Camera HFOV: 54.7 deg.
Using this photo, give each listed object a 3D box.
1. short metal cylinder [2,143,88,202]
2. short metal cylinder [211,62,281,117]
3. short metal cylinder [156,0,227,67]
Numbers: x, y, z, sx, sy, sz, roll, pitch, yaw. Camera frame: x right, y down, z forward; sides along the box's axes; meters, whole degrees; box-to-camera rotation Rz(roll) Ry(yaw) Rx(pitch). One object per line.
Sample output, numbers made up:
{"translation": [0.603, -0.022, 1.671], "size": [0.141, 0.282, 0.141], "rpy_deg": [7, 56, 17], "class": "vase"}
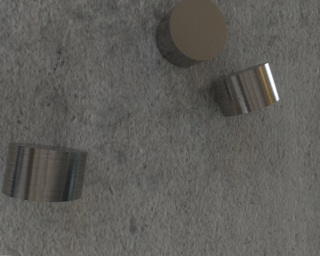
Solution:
{"translation": [-0.123, 0.046, 0.335], "size": [0.081, 0.080, 0.050], "rpy_deg": [9, 87, -20], "class": "short metal cylinder"}
{"translation": [0.117, -0.053, 0.424], "size": [0.081, 0.080, 0.050], "rpy_deg": [-23, 98, -19], "class": "short metal cylinder"}
{"translation": [0.041, -0.125, 0.412], "size": [0.081, 0.050, 0.079], "rpy_deg": [0, 90, -21], "class": "short metal cylinder"}
